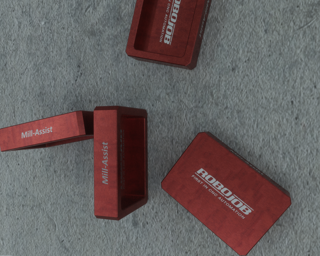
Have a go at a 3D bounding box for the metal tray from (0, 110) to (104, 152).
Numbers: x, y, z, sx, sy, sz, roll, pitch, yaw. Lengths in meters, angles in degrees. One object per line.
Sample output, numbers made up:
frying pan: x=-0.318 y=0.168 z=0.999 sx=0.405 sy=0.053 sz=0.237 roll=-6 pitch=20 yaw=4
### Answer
metal tray: x=-0.136 y=0.005 z=0.422 sx=0.130 sy=0.090 sz=0.030 roll=-11 pitch=87 yaw=19

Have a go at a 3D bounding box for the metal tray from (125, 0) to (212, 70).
metal tray: x=0.014 y=-0.148 z=0.401 sx=0.090 sy=0.030 sz=0.129 roll=15 pitch=95 yaw=19

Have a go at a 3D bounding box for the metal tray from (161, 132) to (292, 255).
metal tray: x=0.078 y=0.076 z=0.379 sx=0.130 sy=0.030 sz=0.090 roll=39 pitch=102 yaw=15

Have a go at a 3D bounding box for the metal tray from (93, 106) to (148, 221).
metal tray: x=-0.046 y=0.039 z=0.390 sx=0.030 sy=0.090 sz=0.129 roll=-1 pitch=90 yaw=20
